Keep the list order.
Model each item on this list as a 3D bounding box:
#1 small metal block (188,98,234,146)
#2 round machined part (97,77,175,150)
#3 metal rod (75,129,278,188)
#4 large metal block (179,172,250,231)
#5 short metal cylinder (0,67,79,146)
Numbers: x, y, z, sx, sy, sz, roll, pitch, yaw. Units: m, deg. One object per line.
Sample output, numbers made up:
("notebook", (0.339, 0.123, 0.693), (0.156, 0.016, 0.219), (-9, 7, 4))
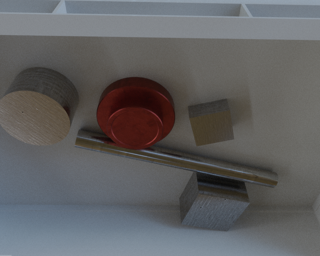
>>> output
("small metal block", (0.067, -0.007, 0.405), (0.050, 0.025, 0.050), (-11, 130, 9))
("round machined part", (-0.030, -0.011, 0.388), (0.099, 0.042, 0.097), (-1, 130, 0))
("metal rod", (0.032, 0.047, 0.449), (0.302, 0.025, 0.025), (13, 129, -12))
("large metal block", (0.083, 0.115, 0.492), (0.081, 0.050, 0.079), (12, 129, -11))
("short metal cylinder", (-0.143, -0.025, 0.369), (0.081, 0.050, 0.079), (0, 130, 0))
